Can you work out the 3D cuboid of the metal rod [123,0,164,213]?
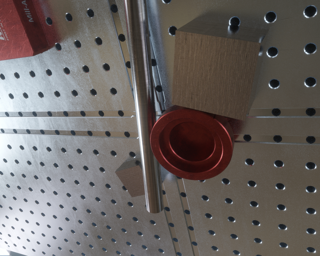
[{"bbox_3d":[-0.018,-0.019,0.390,0.025,0.025,0.298,7,117,24],"label":"metal rod"}]

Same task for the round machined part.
[{"bbox_3d":[0.041,0.012,0.380,0.098,0.042,0.097,8,120,15],"label":"round machined part"}]

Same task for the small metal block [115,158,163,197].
[{"bbox_3d":[-0.032,0.075,0.473,0.050,0.025,0.050,-20,108,35],"label":"small metal block"}]

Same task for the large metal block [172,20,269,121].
[{"bbox_3d":[0.061,-0.062,0.324,0.080,0.050,0.079,15,124,19],"label":"large metal block"}]

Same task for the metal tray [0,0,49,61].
[{"bbox_3d":[-0.215,-0.161,0.419,0.090,0.030,0.129,0,119,27],"label":"metal tray"}]
